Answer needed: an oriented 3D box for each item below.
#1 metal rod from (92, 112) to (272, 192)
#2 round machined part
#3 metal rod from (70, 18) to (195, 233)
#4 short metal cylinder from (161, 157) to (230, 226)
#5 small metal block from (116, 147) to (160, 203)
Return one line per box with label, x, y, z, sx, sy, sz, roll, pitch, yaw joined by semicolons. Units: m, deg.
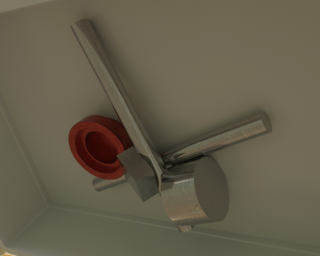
metal rod;0.007;0.044;0.429;0.299;0.025;0.025;-25;105;36
round machined part;-0.080;0.024;0.451;0.098;0.042;0.097;13;124;20
metal rod;-0.030;0.003;0.400;0.025;0.025;0.299;-21;101;35
short metal cylinder;0.046;0.082;0.396;0.050;0.080;0.080;-21;107;36
small metal block;-0.029;0.060;0.405;0.050;0.025;0.050;44;157;41
